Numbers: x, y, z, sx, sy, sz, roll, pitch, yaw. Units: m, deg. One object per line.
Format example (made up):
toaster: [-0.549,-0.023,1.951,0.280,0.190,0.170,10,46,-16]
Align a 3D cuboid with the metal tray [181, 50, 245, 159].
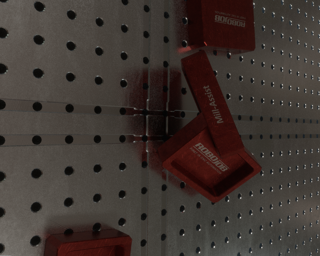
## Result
metal tray: [0.066,-0.029,0.407,0.030,0.090,0.129,-22,90,6]

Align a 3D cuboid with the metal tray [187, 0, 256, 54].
metal tray: [0.101,-0.169,0.493,0.131,0.030,0.089,-8,95,-40]

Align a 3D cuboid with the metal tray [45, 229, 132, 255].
metal tray: [-0.082,0.183,0.338,0.091,0.030,0.129,10,83,-40]

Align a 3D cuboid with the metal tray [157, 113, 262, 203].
metal tray: [0.071,0.045,0.434,0.090,0.030,0.130,-41,125,15]
